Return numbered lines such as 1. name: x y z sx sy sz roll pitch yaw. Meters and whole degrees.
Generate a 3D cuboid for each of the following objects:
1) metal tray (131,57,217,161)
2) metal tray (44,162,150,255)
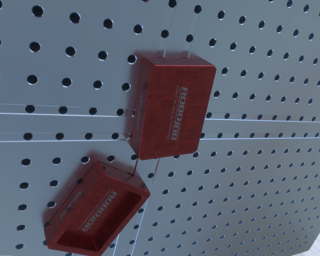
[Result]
1. metal tray: 0.015 -0.024 0.403 0.091 0.030 0.129 -5 121 -26
2. metal tray: -0.087 0.118 0.434 0.090 0.030 0.130 31 101 -39
